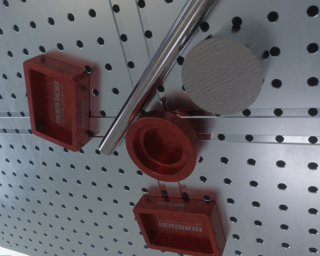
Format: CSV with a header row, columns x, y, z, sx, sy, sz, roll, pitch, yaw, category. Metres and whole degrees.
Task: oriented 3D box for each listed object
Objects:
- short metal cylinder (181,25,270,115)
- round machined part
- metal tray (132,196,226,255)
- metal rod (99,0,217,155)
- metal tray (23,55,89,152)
x,y,z,sx,sy,sz,roll,pitch,yaw,category
0.069,-0.060,0.321,0.080,0.050,0.079,13,124,21,short metal cylinder
0.007,0.020,0.408,0.098,0.042,0.097,13,124,20,round machined part
0.029,0.155,0.488,0.130,0.030,0.089,-3,117,29,metal tray
-0.011,-0.060,0.379,0.025,0.025,0.298,39,129,1,metal rod
-0.154,-0.034,0.467,0.090,0.030,0.129,20,126,16,metal tray
